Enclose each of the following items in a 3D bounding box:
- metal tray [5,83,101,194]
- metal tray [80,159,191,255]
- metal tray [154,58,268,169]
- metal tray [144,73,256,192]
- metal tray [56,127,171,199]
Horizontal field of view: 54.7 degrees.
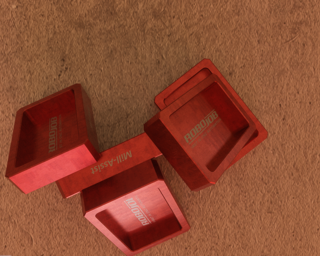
[{"bbox_3d":[-0.124,0.005,0.362,0.090,0.130,0.030,-24,129,-1],"label":"metal tray"},{"bbox_3d":[-0.023,0.100,0.367,0.090,0.030,0.130,-25,135,0],"label":"metal tray"},{"bbox_3d":[0.065,-0.014,0.409,0.090,0.030,0.130,-38,91,-1],"label":"metal tray"},{"bbox_3d":[0.052,-0.001,0.356,0.090,0.030,0.131,52,45,-1],"label":"metal tray"},{"bbox_3d":[-0.052,0.037,0.378,0.131,0.090,0.030,-25,90,0],"label":"metal tray"}]
